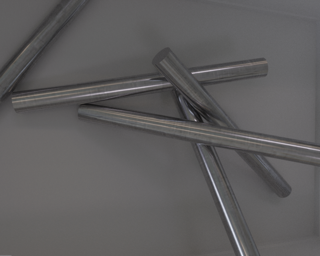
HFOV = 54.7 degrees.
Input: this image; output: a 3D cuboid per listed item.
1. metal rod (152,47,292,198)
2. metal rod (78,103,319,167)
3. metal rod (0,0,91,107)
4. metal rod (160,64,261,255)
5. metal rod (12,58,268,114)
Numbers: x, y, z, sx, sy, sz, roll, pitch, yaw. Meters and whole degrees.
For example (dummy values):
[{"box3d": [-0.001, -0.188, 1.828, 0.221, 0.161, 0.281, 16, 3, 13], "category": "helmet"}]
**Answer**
[{"box3d": [0.097, 0.010, 0.407, 0.300, 0.025, 0.025, 42, 76, -30], "category": "metal rod"}, {"box3d": [0.052, 0.007, 0.356, 0.301, 0.025, 0.025, 11, 86, 8], "category": "metal rod"}, {"box3d": [-0.170, -0.055, 0.347, 0.025, 0.025, 0.300, 39, 78, -16], "category": "metal rod"}, {"box3d": [0.060, 0.043, 0.371, 0.025, 0.025, 0.299, -14, 71, -20], "category": "metal rod"}, {"box3d": [-0.016, -0.053, 0.373, 0.302, 0.025, 0.025, -9, 94, -8], "category": "metal rod"}]
